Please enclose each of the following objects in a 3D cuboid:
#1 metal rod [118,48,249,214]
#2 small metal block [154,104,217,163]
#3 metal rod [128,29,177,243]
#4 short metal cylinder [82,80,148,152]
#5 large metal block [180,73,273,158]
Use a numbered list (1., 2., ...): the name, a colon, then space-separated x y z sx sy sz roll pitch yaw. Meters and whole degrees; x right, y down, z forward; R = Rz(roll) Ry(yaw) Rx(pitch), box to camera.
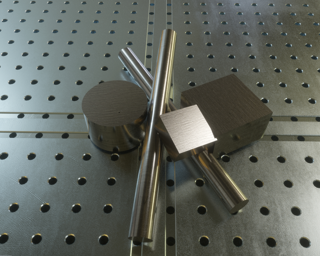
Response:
1. metal rod: 0.015 -0.017 0.417 0.025 0.025 0.300 -22 54 -18
2. small metal block: 0.029 0.006 0.357 0.050 0.025 0.050 -17 67 -24
3. metal rod: -0.003 -0.014 0.389 0.025 0.025 0.300 5 58 4
4. short metal cylinder: -0.056 -0.016 0.400 0.081 0.050 0.080 1 50 0
5. large metal block: 0.081 -0.016 0.400 0.081 0.050 0.080 -21 53 -17
